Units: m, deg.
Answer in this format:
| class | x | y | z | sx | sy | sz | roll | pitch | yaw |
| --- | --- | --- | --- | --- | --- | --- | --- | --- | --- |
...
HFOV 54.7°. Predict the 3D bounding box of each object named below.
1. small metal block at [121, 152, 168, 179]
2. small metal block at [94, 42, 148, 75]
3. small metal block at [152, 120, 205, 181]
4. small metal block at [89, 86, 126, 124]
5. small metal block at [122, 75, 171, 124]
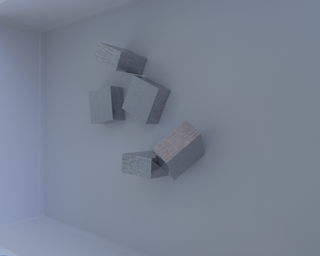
| class | x | y | z | sx | sy | sz | roll | pitch | yaw |
| --- | --- | --- | --- | --- | --- | --- | --- | --- | --- |
| small metal block | -0.014 | 0.046 | 0.400 | 0.050 | 0.050 | 0.025 | 4 | 93 | 39 |
| small metal block | -0.055 | -0.097 | 0.434 | 0.050 | 0.050 | 0.025 | 31 | 109 | 35 |
| small metal block | 0.023 | 0.027 | 0.357 | 0.050 | 0.050 | 0.025 | -40 | 58 | -12 |
| small metal block | -0.081 | -0.034 | 0.471 | 0.050 | 0.025 | 0.050 | -8 | 85 | 39 |
| small metal block | -0.019 | -0.039 | 0.421 | 0.050 | 0.025 | 0.050 | 33 | 110 | 35 |
